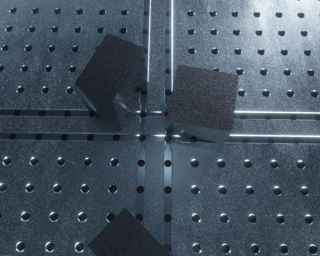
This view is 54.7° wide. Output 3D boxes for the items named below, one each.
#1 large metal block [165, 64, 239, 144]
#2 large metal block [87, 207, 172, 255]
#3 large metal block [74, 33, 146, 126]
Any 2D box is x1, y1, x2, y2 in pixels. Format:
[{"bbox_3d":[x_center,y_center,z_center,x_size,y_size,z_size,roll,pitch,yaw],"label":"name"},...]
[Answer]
[{"bbox_3d":[0.055,-0.031,0.410,0.080,0.050,0.080,10,70,3],"label":"large metal block"},{"bbox_3d":[-0.024,0.136,0.333,0.080,0.080,0.050,43,75,13],"label":"large metal block"},{"bbox_3d":[-0.060,-0.060,0.404,0.050,0.080,0.080,24,72,8],"label":"large metal block"}]
